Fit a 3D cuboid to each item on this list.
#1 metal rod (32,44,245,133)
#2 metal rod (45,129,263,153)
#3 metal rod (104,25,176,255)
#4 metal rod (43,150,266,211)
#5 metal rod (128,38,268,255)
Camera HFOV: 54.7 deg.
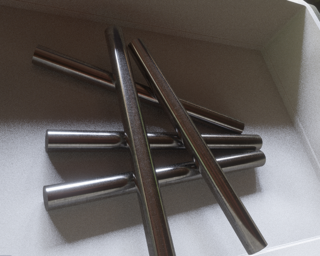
[{"bbox_3d":[-0.016,-0.045,0.423,0.302,0.025,0.025,18,55,-18],"label":"metal rod"},{"bbox_3d":[0.013,0.018,0.401,0.303,0.025,0.025,2,61,-28],"label":"metal rod"},{"bbox_3d":[-0.028,0.002,0.355,0.025,0.025,0.299,0,62,-29],"label":"metal rod"},{"bbox_3d":[0.017,0.057,0.380,0.303,0.025,0.025,-5,65,-31],"label":"metal rod"},{"bbox_3d":[0.038,0.011,0.387,0.025,0.025,0.299,-19,72,-36],"label":"metal rod"}]
